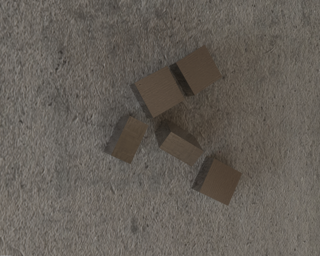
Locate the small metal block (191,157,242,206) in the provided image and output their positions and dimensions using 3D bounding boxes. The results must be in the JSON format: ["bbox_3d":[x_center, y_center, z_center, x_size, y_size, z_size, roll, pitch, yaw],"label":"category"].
[{"bbox_3d":[0.080,0.075,0.439,0.050,0.025,0.050,29,81,-18],"label":"small metal block"}]

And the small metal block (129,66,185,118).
[{"bbox_3d":[-0.004,-0.047,0.407,0.050,0.025,0.050,-31,100,-17],"label":"small metal block"}]

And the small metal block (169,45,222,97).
[{"bbox_3d":[0.049,-0.078,0.427,0.050,0.025,0.050,-35,102,-17],"label":"small metal block"}]

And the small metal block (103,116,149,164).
[{"bbox_3d":[-0.043,0.014,0.380,0.025,0.050,0.050,27,81,-18],"label":"small metal block"}]

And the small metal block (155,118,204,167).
[{"bbox_3d":[0.023,0.018,0.401,0.050,0.050,0.025,31,104,-18],"label":"small metal block"}]
